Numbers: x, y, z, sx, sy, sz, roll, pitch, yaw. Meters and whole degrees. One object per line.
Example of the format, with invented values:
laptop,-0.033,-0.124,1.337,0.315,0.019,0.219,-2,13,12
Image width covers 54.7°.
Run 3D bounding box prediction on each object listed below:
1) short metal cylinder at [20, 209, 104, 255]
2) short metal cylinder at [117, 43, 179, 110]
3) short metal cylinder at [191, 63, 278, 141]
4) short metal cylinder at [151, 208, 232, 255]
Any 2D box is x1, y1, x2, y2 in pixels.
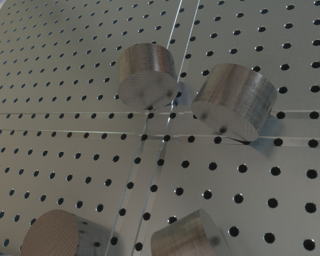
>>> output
short metal cylinder,-0.114,0.142,0.365,0.080,0.050,0.080,-13,56,21
short metal cylinder,-0.018,-0.069,0.424,0.080,0.080,0.050,-19,55,17
short metal cylinder,0.082,-0.027,0.347,0.080,0.080,0.050,20,73,35
short metal cylinder,0.034,0.121,0.281,0.050,0.080,0.080,-30,52,9
